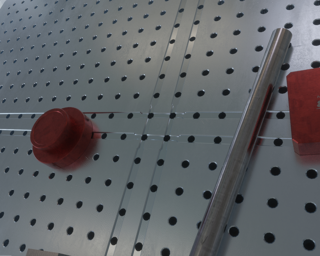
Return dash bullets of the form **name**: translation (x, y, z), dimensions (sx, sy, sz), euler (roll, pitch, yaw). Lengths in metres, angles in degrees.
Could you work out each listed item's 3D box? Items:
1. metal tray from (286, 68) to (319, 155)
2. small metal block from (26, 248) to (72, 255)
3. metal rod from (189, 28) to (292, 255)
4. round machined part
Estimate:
- **metal tray**: translation (0.202, -0.023, 0.313), dimensions (0.130, 0.030, 0.090), euler (-6, 59, 24)
- **small metal block**: translation (-0.141, 0.176, 0.374), dimensions (0.050, 0.025, 0.050), euler (-4, 60, 26)
- **metal rod**: translation (0.097, 0.009, 0.351), dimensions (0.025, 0.025, 0.300), euler (12, 68, 33)
- **round machined part**: translation (-0.157, 0.009, 0.474), dimensions (0.098, 0.042, 0.098), euler (-13, 56, 21)
